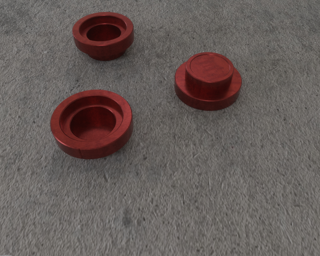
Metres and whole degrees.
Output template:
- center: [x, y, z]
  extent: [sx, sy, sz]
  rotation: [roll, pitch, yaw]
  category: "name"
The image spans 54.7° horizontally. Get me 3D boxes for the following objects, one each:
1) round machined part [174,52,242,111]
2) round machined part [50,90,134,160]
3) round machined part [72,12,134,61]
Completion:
- center: [0.071, -0.075, 0.455]
  extent: [0.099, 0.042, 0.098]
  rotation: [0, 50, 0]
  category: "round machined part"
- center: [-0.083, 0.000, 0.392]
  extent: [0.099, 0.042, 0.098]
  rotation: [0, 50, 0]
  category: "round machined part"
- center: [-0.092, -0.149, 0.517]
  extent: [0.099, 0.042, 0.098]
  rotation: [0, 50, 0]
  category: "round machined part"
